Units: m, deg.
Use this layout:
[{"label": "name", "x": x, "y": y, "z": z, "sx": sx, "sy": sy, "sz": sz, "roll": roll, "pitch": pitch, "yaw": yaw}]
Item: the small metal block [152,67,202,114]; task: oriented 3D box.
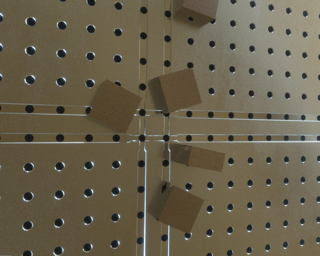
[{"label": "small metal block", "x": 0.024, "y": -0.051, "z": 0.422, "sx": 0.050, "sy": 0.025, "sz": 0.050, "roll": -18, "pitch": 96, "yaw": -20}]

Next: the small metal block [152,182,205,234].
[{"label": "small metal block", "x": 0.025, "y": 0.109, "z": 0.423, "sx": 0.050, "sy": 0.025, "sz": 0.050, "roll": 29, "pitch": 80, "yaw": -18}]

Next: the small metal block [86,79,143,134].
[{"label": "small metal block", "x": -0.058, "y": -0.026, "z": 0.392, "sx": 0.050, "sy": 0.025, "sz": 0.050, "roll": 27, "pitch": 81, "yaw": -18}]

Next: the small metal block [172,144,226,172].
[{"label": "small metal block", "x": 0.052, "y": 0.040, "z": 0.420, "sx": 0.050, "sy": 0.050, "sz": 0.025, "roll": 14, "pitch": 86, "yaw": -20}]

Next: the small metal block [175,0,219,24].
[{"label": "small metal block", "x": 0.054, "y": -0.181, "z": 0.434, "sx": 0.050, "sy": 0.025, "sz": 0.050, "roll": 13, "pitch": 86, "yaw": -20}]
